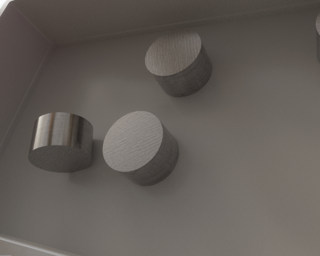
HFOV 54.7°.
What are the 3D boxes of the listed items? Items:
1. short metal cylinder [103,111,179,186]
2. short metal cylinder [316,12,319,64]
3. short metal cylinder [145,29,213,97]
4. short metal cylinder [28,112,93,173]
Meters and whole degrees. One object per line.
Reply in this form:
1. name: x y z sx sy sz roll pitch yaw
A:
1. short metal cylinder: -0.023 0.026 0.385 0.080 0.050 0.080 -13 56 20
2. short metal cylinder: 0.216 -0.102 0.339 0.080 0.050 0.080 -13 56 20
3. short metal cylinder: 0.027 -0.090 0.430 0.080 0.050 0.080 -13 56 20
4. short metal cylinder: -0.134 0.022 0.425 0.080 0.080 0.050 -17 55 18
